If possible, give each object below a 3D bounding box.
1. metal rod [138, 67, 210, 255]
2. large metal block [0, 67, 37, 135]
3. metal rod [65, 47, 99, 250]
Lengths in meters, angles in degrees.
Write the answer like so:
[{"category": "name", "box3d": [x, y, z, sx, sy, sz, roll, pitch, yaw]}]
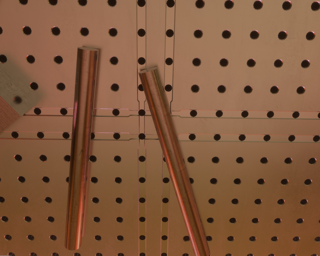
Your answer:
[{"category": "metal rod", "box3d": [0.026, 0.062, 0.436, 0.025, 0.025, 0.298, -15, 110, 5]}, {"category": "large metal block", "box3d": [-0.221, -0.029, 0.386, 0.080, 0.050, 0.080, -36, 107, 12]}, {"category": "metal rod", "box3d": [-0.111, 0.042, 0.427, 0.025, 0.025, 0.298, 8, 110, -4]}]
